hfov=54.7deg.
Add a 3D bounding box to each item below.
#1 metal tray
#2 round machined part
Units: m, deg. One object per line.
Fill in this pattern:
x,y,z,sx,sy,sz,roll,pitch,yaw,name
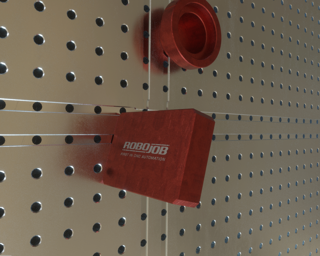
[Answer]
-0.007,0.028,0.337,0.030,0.130,0.090,21,77,-39,metal tray
0.038,-0.130,0.432,0.099,0.042,0.097,0,90,-40,round machined part
